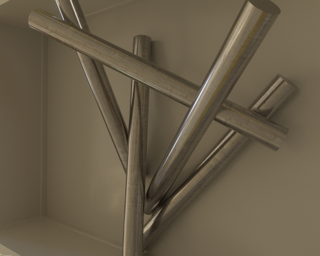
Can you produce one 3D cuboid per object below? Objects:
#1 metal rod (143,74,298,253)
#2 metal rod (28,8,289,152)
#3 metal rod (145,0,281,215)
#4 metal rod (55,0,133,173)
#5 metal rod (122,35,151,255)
[{"bbox_3d":[0.045,0.061,0.369,0.025,0.025,0.298,52,120,27],"label":"metal rod"},{"bbox_3d":[-0.013,-0.057,0.327,0.301,0.025,0.025,28,109,12],"label":"metal rod"},{"bbox_3d":[0.027,0.011,0.317,0.025,0.025,0.298,54,142,26],"label":"metal rod"},{"bbox_3d":[-0.078,-0.062,0.391,0.025,0.025,0.298,-4,113,40],"label":"metal rod"},{"bbox_3d":[-0.029,0.024,0.402,0.025,0.025,0.299,-6,77,40],"label":"metal rod"}]
